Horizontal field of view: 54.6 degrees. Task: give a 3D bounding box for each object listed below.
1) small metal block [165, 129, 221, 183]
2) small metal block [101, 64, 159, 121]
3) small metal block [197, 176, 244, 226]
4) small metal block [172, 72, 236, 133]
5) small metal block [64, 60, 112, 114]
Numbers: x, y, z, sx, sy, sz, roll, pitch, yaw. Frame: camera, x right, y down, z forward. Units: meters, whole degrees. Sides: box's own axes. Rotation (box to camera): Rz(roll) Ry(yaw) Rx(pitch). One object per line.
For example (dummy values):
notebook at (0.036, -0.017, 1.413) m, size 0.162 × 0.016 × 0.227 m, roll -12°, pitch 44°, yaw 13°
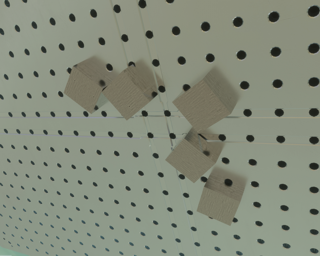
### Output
small metal block at (0.043, 0.038, 0.412) m, size 0.050 × 0.025 × 0.050 m, roll 39°, pitch 129°, yaw 2°
small metal block at (-0.039, -0.046, 0.404) m, size 0.050 × 0.025 × 0.050 m, roll 49°, pitch 129°, yaw -7°
small metal block at (0.083, 0.101, 0.430) m, size 0.050 × 0.025 × 0.050 m, roll 20°, pitch 126°, yaw 16°
small metal block at (0.052, -0.029, 0.366) m, size 0.050 × 0.025 × 0.050 m, roll 49°, pitch 129°, yaw -7°
small metal block at (-0.100, -0.056, 0.430) m, size 0.050 × 0.025 × 0.050 m, roll 37°, pitch 129°, yaw 3°
